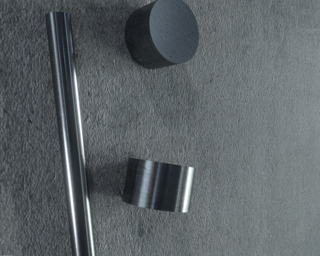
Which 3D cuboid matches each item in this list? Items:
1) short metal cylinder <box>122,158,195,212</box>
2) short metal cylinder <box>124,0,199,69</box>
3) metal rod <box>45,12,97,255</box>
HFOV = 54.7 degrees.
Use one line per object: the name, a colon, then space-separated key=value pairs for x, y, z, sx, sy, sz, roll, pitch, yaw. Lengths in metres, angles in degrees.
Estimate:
short metal cylinder: x=-0.001 y=0.066 z=0.368 sx=0.081 sy=0.080 sz=0.050 roll=15 pitch=81 yaw=-39
short metal cylinder: x=0.003 y=-0.118 z=0.390 sx=0.081 sy=0.050 sz=0.080 roll=0 pitch=90 yaw=-40
metal rod: x=-0.091 y=0.033 z=0.328 sx=0.025 sy=0.025 sz=0.298 roll=-9 pitch=96 yaw=-40
